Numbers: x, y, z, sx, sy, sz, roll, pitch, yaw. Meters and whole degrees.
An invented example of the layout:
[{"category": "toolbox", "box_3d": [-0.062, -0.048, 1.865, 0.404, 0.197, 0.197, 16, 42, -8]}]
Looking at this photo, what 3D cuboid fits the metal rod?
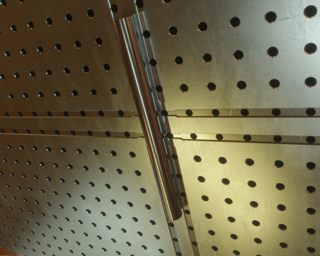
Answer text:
[{"category": "metal rod", "box_3d": [-0.010, 0.004, 0.417, 0.025, 0.025, 0.298, 0, 119, 28]}]
